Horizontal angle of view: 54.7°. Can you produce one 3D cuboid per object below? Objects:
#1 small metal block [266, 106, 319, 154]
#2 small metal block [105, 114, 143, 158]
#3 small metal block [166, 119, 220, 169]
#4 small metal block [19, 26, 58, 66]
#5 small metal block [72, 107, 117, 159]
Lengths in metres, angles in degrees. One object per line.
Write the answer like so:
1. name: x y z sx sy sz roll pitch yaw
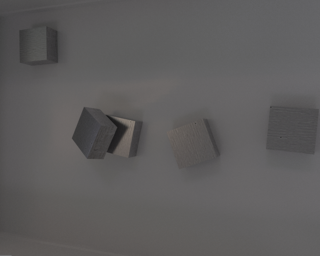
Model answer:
1. small metal block: 0.151 0.002 0.357 0.050 0.025 0.050 6 92 20
2. small metal block: -0.056 0.010 0.430 0.050 0.025 0.050 12 94 19
3. small metal block: 0.043 0.020 0.395 0.050 0.025 0.050 -21 83 18
4. small metal block: -0.187 -0.125 0.476 0.050 0.025 0.050 -1 90 20
5. small metal block: -0.088 0.007 0.414 0.050 0.025 0.050 41 114 40
